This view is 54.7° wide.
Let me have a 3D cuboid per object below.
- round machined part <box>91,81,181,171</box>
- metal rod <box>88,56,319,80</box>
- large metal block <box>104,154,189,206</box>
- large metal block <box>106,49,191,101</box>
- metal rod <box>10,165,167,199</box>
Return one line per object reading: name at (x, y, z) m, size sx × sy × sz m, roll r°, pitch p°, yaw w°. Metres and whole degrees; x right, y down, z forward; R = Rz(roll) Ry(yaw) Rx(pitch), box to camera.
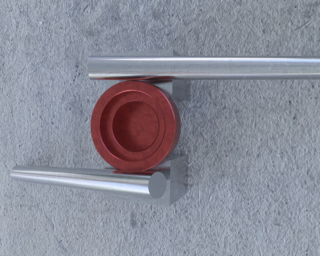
round machined part at (-0.024, -0.002, 0.346) m, size 0.098 × 0.042 × 0.097 m, roll 0°, pitch 90°, yaw 19°
metal rod at (0.079, -0.063, 0.325) m, size 0.302 × 0.025 × 0.025 m, roll -1°, pitch 90°, yaw -3°
large metal block at (-0.013, 0.059, 0.385) m, size 0.080 × 0.080 × 0.050 m, roll 1°, pitch 91°, yaw 19°
large metal block at (-0.011, -0.061, 0.384) m, size 0.080 × 0.080 × 0.050 m, roll 1°, pitch 91°, yaw 19°
metal rod at (-0.113, 0.062, 0.390) m, size 0.300 × 0.025 × 0.025 m, roll -5°, pitch 89°, yaw 42°
